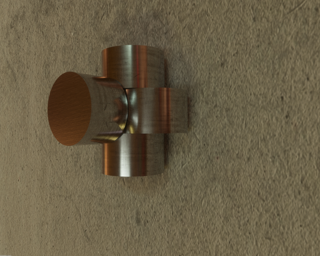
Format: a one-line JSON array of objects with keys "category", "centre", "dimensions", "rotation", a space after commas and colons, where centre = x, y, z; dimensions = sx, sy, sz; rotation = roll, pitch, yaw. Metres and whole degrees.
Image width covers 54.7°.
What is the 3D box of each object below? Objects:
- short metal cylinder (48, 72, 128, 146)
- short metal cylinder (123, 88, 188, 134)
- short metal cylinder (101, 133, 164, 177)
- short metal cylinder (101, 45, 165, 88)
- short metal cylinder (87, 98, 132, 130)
[{"category": "short metal cylinder", "centre": [-0.083, -0.021, 0.351], "dimensions": [0.080, 0.050, 0.079], "rotation": [0, 90, 39]}, {"category": "short metal cylinder", "centre": [-0.007, -0.019, 0.374], "dimensions": [0.080, 0.081, 0.050], "rotation": [0, 90, 39]}, {"category": "short metal cylinder", "centre": [-0.035, 0.031, 0.397], "dimensions": [0.080, 0.081, 0.050], "rotation": [0, 90, 39]}, {"category": "short metal cylinder", "centre": [-0.034, -0.071, 0.397], "dimensions": [0.080, 0.081, 0.050], "rotation": [-2, 89, 39]}, {"category": "short metal cylinder", "centre": [-0.069, -0.019, 0.425], "dimensions": [0.080, 0.081, 0.050], "rotation": [-1, 89, 39]}]
